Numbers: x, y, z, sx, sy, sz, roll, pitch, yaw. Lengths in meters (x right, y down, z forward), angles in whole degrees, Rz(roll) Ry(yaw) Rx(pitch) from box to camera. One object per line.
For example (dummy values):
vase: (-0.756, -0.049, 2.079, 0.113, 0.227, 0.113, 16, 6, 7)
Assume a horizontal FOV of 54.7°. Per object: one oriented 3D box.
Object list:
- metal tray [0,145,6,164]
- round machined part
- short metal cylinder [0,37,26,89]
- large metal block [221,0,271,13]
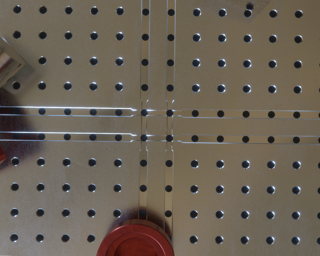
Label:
metal tray: (-0.247, -0.001, 0.381, 0.090, 0.030, 0.130, -29, 90, 44)
round machined part: (-0.030, 0.167, 0.405, 0.099, 0.042, 0.097, 0, 90, 0)
short metal cylinder: (-0.218, -0.090, 0.384, 0.050, 0.080, 0.080, -45, 90, 0)
large metal block: (0.112, -0.208, 0.401, 0.080, 0.050, 0.080, 18, 90, 0)
